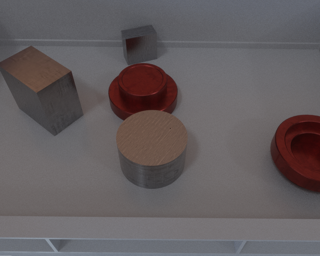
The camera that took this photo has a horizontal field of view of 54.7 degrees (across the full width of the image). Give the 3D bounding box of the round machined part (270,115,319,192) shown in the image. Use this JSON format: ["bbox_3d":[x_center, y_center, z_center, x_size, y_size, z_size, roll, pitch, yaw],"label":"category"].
[{"bbox_3d":[0.181,0.034,0.368,0.099,0.042,0.098,0,50,0],"label":"round machined part"}]

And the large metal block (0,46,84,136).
[{"bbox_3d":[-0.154,-0.049,0.408,0.080,0.080,0.050,32,57,24],"label":"large metal block"}]

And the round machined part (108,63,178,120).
[{"bbox_3d":[-0.024,-0.055,0.440,0.099,0.042,0.098,0,50,0],"label":"round machined part"}]

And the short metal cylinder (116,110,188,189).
[{"bbox_3d":[-0.009,0.025,0.368,0.081,0.050,0.080,0,50,0],"label":"short metal cylinder"}]

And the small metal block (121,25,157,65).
[{"bbox_3d":[-0.033,-0.134,0.501,0.050,0.050,0.025,-15,52,-13],"label":"small metal block"}]
